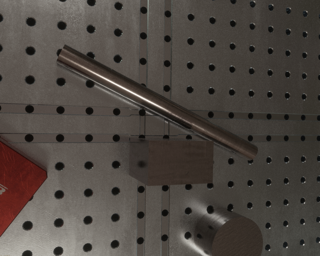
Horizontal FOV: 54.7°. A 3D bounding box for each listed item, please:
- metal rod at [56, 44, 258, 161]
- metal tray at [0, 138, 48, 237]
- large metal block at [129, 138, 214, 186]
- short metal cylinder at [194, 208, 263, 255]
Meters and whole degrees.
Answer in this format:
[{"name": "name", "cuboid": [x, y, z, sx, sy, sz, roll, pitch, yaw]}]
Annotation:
[{"name": "metal rod", "cuboid": [0.010, -0.026, 0.417, 0.301, 0.025, 0.025, 26, 81, -19]}, {"name": "metal tray", "cuboid": [-0.203, 0.048, 0.335, 0.130, 0.030, 0.090, 39, 77, -16]}, {"name": "large metal block", "cuboid": [0.011, 0.039, 0.389, 0.081, 0.080, 0.050, 2, 90, -20]}, {"name": "short metal cylinder", "cuboid": [0.096, 0.159, 0.437, 0.081, 0.050, 0.079, 0, 90, -21]}]
